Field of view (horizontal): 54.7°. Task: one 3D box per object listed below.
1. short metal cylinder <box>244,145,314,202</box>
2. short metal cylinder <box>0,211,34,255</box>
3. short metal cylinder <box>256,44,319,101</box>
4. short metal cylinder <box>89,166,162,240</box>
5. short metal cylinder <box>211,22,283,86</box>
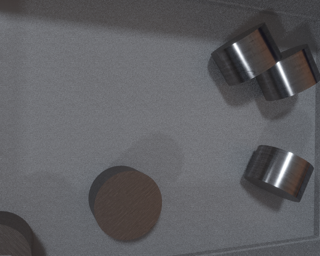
[{"bbox_3d":[0.169,0.065,0.444,0.080,0.080,0.050,30,80,-18],"label":"short metal cylinder"},{"bbox_3d":[-0.180,0.135,0.331,0.081,0.050,0.080,0,90,-20],"label":"short metal cylinder"},{"bbox_3d":[0.182,-0.080,0.448,0.080,0.080,0.050,-31,100,-17],"label":"short metal cylinder"},{"bbox_3d":[-0.044,0.089,0.381,0.081,0.050,0.080,0,90,-20],"label":"short metal cylinder"},{"bbox_3d":[0.117,-0.100,0.424,0.080,0.080,0.050,-36,102,-16],"label":"short metal cylinder"}]
